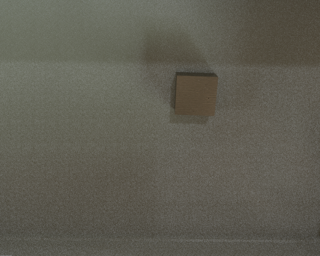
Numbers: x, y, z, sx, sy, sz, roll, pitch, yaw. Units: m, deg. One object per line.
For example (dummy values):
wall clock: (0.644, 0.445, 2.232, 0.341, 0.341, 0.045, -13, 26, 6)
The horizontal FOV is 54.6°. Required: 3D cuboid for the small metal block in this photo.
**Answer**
small metal block: (0.045, -0.044, 0.395, 0.050, 0.025, 0.050, 2, 110, -1)
